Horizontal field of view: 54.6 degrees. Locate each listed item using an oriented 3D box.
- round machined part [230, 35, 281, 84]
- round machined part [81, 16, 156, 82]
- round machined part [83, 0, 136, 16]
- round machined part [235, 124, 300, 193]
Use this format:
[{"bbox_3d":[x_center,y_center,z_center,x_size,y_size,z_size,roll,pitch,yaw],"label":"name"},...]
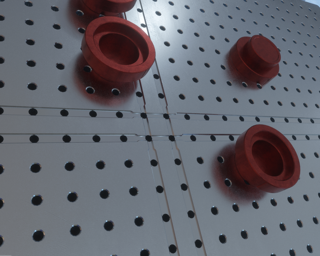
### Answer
[{"bbox_3d":[0.184,-0.134,0.577,0.099,0.042,0.098,13,56,-21],"label":"round machined part"},{"bbox_3d":[-0.059,-0.102,0.428,0.099,0.042,0.098,13,56,-21],"label":"round machined part"},{"bbox_3d":[-0.084,-0.215,0.482,0.099,0.042,0.098,13,56,-21],"label":"round machined part"},{"bbox_3d":[0.149,0.047,0.448,0.099,0.042,0.098,13,56,-21],"label":"round machined part"}]
